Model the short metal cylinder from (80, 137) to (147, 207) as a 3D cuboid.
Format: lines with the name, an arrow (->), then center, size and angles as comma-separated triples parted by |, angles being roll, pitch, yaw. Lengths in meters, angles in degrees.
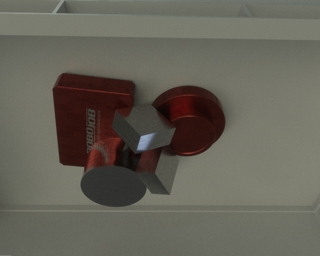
short metal cylinder -> -0.057, 0.057, 0.399 | 0.081, 0.050, 0.079 | 0, 130, 0

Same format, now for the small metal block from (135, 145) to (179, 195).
small metal block -> -0.002, 0.047, 0.379 | 0.025, 0.050, 0.050 | -2, 140, 26

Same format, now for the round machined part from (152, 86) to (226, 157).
round machined part -> 0.034, -0.002, 0.395 | 0.099, 0.042, 0.097 | -1, 130, 0

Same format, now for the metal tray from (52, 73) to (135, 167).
metal tray -> -0.083, -0.003, 0.397 | 0.091, 0.030, 0.129 | 6, 130, -6

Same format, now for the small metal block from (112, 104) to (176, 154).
small metal block -> -0.019, -0.001, 0.356 | 0.050, 0.050, 0.025 | -13, 135, -39
